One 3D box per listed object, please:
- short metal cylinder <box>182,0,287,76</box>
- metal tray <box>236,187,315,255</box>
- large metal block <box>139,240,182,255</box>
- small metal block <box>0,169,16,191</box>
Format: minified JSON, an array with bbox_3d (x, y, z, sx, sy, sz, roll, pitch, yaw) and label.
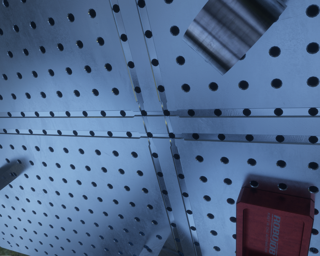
[{"bbox_3d":[0.066,-0.095,0.282,0.050,0.080,0.080,42,129,-1],"label":"short metal cylinder"},{"bbox_3d":[0.151,0.147,0.418,0.090,0.030,0.129,7,122,24],"label":"metal tray"},{"bbox_3d":[0.005,0.258,0.553,0.080,0.050,0.080,46,129,-4],"label":"large metal block"},{"bbox_3d":[-0.341,0.111,0.644,0.050,0.050,0.025,-9,114,32],"label":"small metal block"}]
